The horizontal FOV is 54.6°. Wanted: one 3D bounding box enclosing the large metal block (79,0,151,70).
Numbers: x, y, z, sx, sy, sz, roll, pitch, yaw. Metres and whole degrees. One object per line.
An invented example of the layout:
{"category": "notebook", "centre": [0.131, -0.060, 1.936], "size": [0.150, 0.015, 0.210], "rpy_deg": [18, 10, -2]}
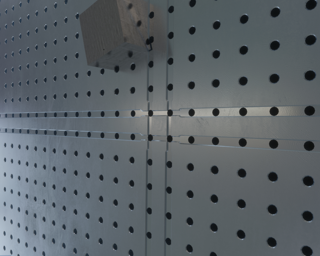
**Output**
{"category": "large metal block", "centre": [-0.067, -0.139, 0.450], "size": [0.080, 0.050, 0.080], "rpy_deg": [-19, 78, 38]}
